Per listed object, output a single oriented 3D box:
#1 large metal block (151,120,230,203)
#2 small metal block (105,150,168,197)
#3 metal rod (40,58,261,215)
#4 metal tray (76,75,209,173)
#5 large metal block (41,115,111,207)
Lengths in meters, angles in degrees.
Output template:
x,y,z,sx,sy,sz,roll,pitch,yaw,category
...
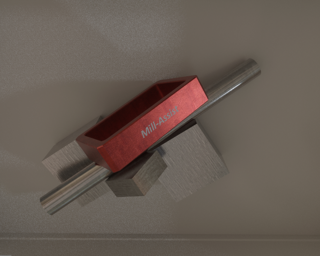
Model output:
x,y,z,sx,sy,sz,roll,pitch,yaw,category
0.033,0.038,0.411,0.080,0.050,0.080,-32,107,10,large metal block
-0.028,0.054,0.364,0.050,0.050,0.025,-14,114,44,small metal block
-0.007,0.007,0.373,0.301,0.025,0.025,-34,108,-5,metal rod
-0.021,-0.010,0.343,0.131,0.090,0.030,-38,110,-21,metal tray
-0.091,0.043,0.409,0.080,0.050,0.080,-32,107,10,large metal block
